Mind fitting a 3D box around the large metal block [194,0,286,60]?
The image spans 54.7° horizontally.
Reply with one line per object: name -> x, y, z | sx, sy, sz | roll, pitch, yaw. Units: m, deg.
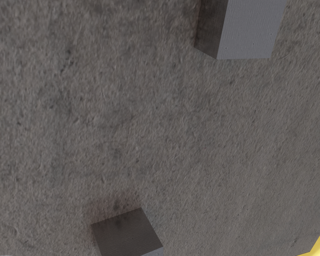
large metal block -> 0.093, -0.128, 0.364 | 0.081, 0.050, 0.079 | -7, 122, -25

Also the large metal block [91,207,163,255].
large metal block -> -0.049, 0.174, 0.454 | 0.081, 0.080, 0.050 | -14, 124, -21
